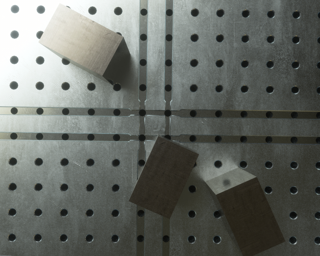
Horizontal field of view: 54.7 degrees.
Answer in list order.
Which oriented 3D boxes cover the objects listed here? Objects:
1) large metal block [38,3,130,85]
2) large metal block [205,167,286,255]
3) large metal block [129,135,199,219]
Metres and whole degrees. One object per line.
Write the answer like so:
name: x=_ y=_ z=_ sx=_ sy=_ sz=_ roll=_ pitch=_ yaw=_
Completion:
large metal block: x=-0.088 y=-0.099 z=0.385 sx=0.080 sy=0.080 sz=0.050 roll=28 pitch=90 yaw=-1
large metal block: x=0.102 y=0.101 z=0.387 sx=0.050 sy=0.080 sz=0.080 roll=-24 pitch=90 yaw=0
large metal block: x=0.004 y=0.055 z=0.386 sx=0.050 sy=0.080 sz=0.080 roll=24 pitch=90 yaw=-1
